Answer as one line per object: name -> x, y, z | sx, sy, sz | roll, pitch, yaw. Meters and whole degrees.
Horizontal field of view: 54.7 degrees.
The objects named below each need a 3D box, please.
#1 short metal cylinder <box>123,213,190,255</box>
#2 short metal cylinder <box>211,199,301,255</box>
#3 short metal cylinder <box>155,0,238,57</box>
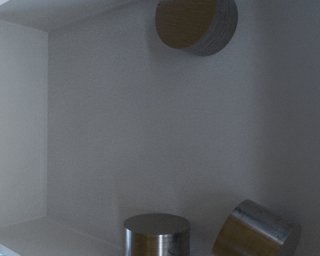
short metal cylinder -> -0.004, 0.140, 0.374 | 0.080, 0.081, 0.050 | 1, 91, 40
short metal cylinder -> 0.092, 0.116, 0.295 | 0.050, 0.081, 0.079 | 23, 105, 37
short metal cylinder -> 0.041, -0.127, 0.356 | 0.080, 0.050, 0.080 | 0, 90, 40
